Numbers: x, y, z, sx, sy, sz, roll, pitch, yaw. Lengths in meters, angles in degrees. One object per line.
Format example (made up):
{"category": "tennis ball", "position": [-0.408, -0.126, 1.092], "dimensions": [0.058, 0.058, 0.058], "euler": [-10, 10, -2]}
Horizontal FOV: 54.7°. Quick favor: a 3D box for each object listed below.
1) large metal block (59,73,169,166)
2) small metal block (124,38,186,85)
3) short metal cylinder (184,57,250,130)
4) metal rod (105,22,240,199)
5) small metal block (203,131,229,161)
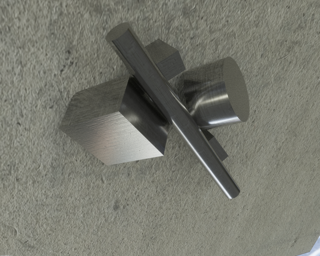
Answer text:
{"category": "large metal block", "position": [-0.047, -0.005, 0.342], "dimensions": [0.080, 0.050, 0.080], "euler": [-13, 138, 30]}
{"category": "small metal block", "position": [-0.008, -0.071, 0.346], "dimensions": [0.050, 0.050, 0.025], "euler": [-34, 129, -7]}
{"category": "short metal cylinder", "position": [0.071, -0.041, 0.380], "dimensions": [0.050, 0.080, 0.080], "euler": [-14, 139, 32]}
{"category": "metal rod", "position": [0.035, 0.005, 0.367], "dimensions": [0.025, 0.025, 0.300], "euler": [-40, 130, -1]}
{"category": "small metal block", "position": [0.064, 0.021, 0.438], "dimensions": [0.025, 0.050, 0.050], "euler": [-42, 130, 0]}
